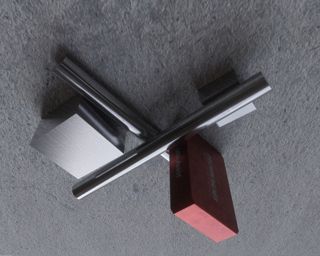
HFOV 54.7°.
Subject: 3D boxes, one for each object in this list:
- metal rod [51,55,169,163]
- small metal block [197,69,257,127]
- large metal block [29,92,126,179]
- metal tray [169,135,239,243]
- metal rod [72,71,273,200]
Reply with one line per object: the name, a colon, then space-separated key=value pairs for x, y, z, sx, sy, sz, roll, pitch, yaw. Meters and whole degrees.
metal rod: x=-0.013 y=0.012 z=0.419 sx=0.025 sy=0.025 sz=0.301 roll=-35 pitch=123 yaw=25
small metal block: x=0.082 y=-0.035 z=0.380 sx=0.050 sy=0.025 sz=0.050 roll=-28 pitch=125 yaw=21
large metal block: x=-0.101 y=0.010 z=0.398 sx=0.080 sy=0.050 sz=0.080 roll=-30 pitch=125 yaw=22
metal tray: x=0.053 y=0.066 z=0.396 sx=0.030 sy=0.130 sz=0.090 roll=-35 pitch=122 yaw=26
metal rod: x=-0.002 y=0.021 z=0.393 sx=0.300 sy=0.025 sz=0.025 roll=-32 pitch=124 yaw=23
